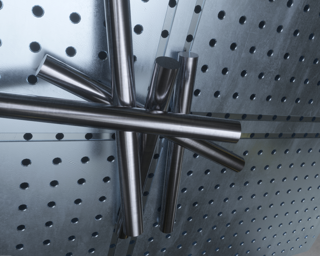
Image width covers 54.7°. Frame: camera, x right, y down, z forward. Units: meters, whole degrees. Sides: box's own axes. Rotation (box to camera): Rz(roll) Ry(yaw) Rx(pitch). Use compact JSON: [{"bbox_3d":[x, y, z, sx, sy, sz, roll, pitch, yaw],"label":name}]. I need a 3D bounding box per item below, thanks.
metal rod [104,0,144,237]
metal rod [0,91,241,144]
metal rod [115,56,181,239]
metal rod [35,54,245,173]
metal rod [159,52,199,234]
[{"bbox_3d":[-0.037,-0.019,0.331,0.025,0.025,0.298,-10,108,-24],"label":"metal rod"},{"bbox_3d":[-0.068,-0.013,0.302,0.302,0.025,0.025,7,117,-9],"label":"metal rod"},{"bbox_3d":[-0.025,0.049,0.391,0.025,0.025,0.298,-6,133,-26],"label":"metal rod"},{"bbox_3d":[-0.001,-0.004,0.383,0.301,0.025,0.025,27,104,-30],"label":"metal rod"},{"bbox_3d":[0.023,0.040,0.449,0.025,0.025,0.298,-9,123,-24],"label":"metal rod"}]
